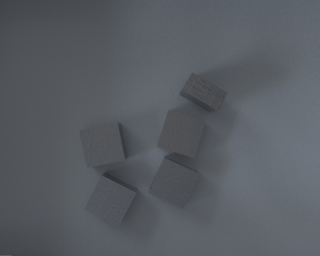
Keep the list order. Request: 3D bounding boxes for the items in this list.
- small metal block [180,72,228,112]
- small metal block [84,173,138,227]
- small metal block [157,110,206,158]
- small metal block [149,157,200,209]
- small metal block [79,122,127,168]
[{"bbox_3d":[0.054,-0.044,0.400,0.050,0.050,0.025,30,90,-1],"label":"small metal block"},{"bbox_3d":[-0.064,0.094,0.411,0.050,0.025,0.050,27,90,-1],"label":"small metal block"},{"bbox_3d":[0.028,0.008,0.412,0.050,0.025,0.050,17,90,-1],"label":"small metal block"},{"bbox_3d":[0.019,0.072,0.412,0.050,0.025,0.050,25,90,-1],"label":"small metal block"},{"bbox_3d":[-0.074,0.022,0.410,0.050,0.025,0.050,-11,90,-1],"label":"small metal block"}]
